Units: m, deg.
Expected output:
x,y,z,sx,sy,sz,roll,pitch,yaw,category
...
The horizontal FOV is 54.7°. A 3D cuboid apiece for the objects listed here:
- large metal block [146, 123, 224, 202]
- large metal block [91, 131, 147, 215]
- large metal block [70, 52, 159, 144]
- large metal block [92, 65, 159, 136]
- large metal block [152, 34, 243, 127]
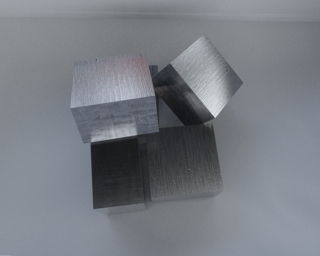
x,y,z,sx,sy,sz,roll,pitch,yaw,category
0.026,0.044,0.377,0.081,0.050,0.080,-5,70,-2,large metal block
-0.046,0.054,0.359,0.050,0.080,0.080,-6,70,-3,large metal block
-0.048,-0.035,0.338,0.081,0.050,0.080,-9,45,-3,large metal block
-0.042,-0.034,0.407,0.081,0.050,0.080,-1,70,-1,large metal block
0.046,-0.057,0.389,0.080,0.050,0.080,50,54,-8,large metal block
